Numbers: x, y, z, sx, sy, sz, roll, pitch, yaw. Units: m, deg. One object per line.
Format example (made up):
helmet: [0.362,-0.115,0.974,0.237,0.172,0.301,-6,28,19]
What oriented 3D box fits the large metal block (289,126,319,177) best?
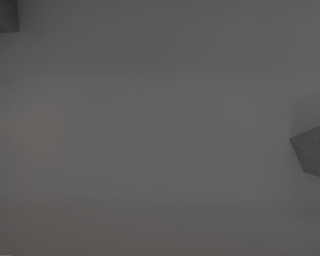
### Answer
large metal block: [0.224,0.022,0.385,0.080,0.080,0.050,-23,90,0]

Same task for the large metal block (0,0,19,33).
large metal block: [-0.233,-0.153,0.382,0.080,0.080,0.050,-3,90,0]
